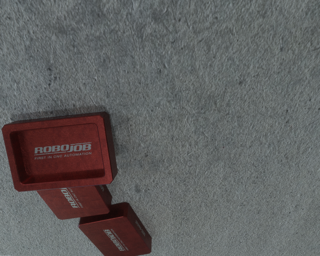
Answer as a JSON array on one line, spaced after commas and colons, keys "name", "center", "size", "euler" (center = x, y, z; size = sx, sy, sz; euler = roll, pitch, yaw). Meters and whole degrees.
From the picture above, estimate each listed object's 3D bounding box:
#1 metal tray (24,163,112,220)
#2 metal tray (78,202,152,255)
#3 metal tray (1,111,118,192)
[{"name": "metal tray", "center": [-0.138, 0.089, 0.478], "size": [0.090, 0.030, 0.129], "euler": [-10, 130, 8]}, {"name": "metal tray", "center": [-0.078, 0.192, 0.567], "size": [0.090, 0.030, 0.130], "euler": [-14, 129, 11]}, {"name": "metal tray", "center": [-0.127, 0.031, 0.402], "size": [0.131, 0.030, 0.089], "euler": [-6, 101, 4]}]
